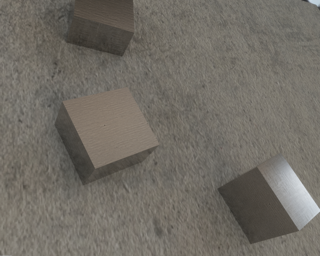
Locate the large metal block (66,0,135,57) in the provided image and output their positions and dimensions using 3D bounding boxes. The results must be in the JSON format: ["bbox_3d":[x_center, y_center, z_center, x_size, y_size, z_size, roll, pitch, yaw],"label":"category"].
[{"bbox_3d":[-0.084,-0.157,0.440,0.081,0.050,0.080,9,58,-24],"label":"large metal block"}]

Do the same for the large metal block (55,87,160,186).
[{"bbox_3d":[-0.061,0.007,0.352,0.081,0.050,0.080,-19,72,-36],"label":"large metal block"}]

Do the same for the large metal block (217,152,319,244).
[{"bbox_3d":[0.132,0.089,0.388,0.050,0.080,0.080,-20,73,-36],"label":"large metal block"}]
